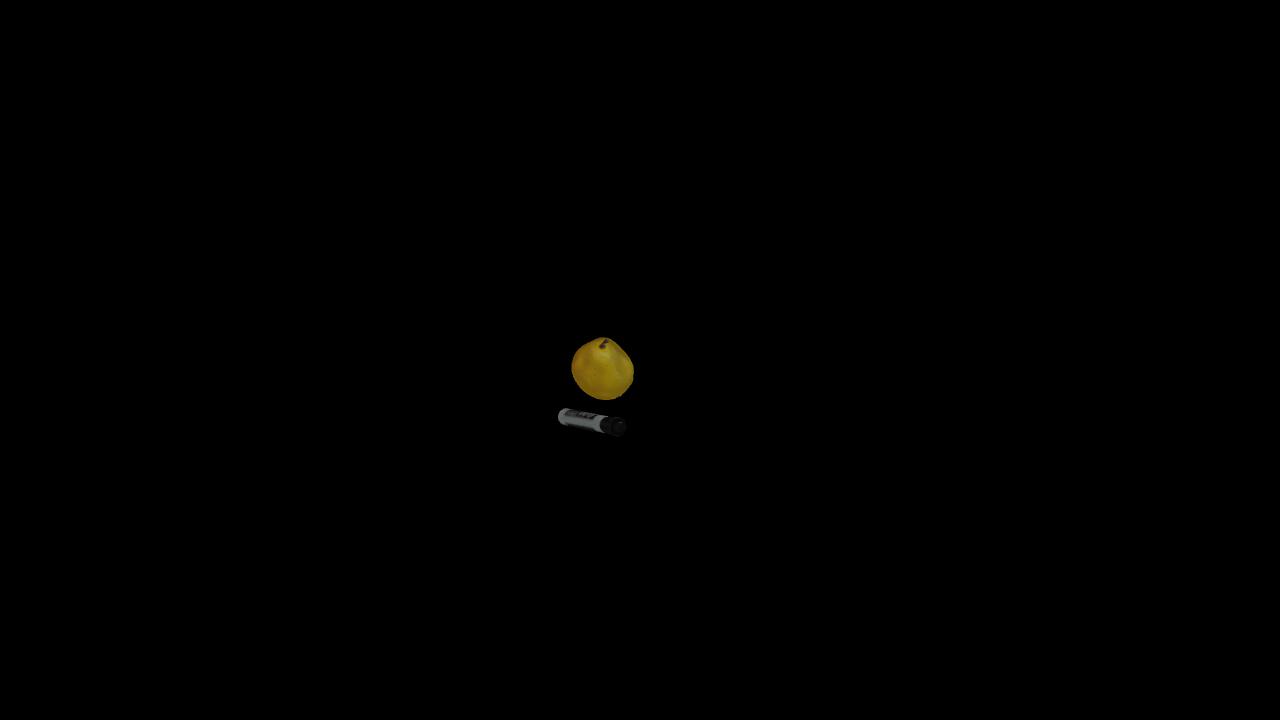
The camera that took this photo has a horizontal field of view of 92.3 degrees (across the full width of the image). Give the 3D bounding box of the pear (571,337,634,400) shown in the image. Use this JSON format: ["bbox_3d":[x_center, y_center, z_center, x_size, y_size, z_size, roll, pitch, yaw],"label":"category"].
[{"bbox_3d":[-0.049,0.000,0.751,0.080,0.080,0.111,0,-32,8],"label":"pear"}]

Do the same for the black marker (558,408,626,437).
[{"bbox_3d":[-0.051,0.064,0.634,0.020,0.020,0.121,0,1,-33],"label":"black marker"}]
